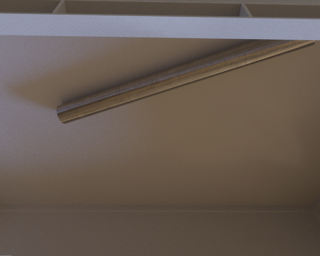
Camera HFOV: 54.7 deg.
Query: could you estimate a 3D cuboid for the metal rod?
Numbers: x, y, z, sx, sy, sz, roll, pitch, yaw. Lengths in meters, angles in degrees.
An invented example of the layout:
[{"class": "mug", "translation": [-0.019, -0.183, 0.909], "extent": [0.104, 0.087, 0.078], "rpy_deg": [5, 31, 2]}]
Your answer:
[{"class": "metal rod", "translation": [0.018, -0.058, 0.359], "extent": [0.301, 0.025, 0.025], "rpy_deg": [-16, 129, 13]}]
